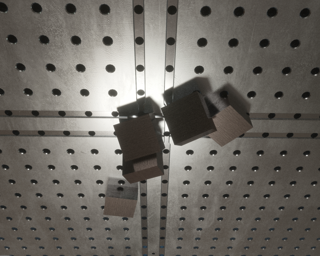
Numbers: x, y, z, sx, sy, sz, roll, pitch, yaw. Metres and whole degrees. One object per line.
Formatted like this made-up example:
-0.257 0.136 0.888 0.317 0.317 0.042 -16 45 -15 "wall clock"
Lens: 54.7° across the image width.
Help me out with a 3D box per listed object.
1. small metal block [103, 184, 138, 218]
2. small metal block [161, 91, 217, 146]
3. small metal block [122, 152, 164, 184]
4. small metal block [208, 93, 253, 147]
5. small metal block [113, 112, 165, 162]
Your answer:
-0.065 0.122 0.515 0.050 0.025 0.050 8 130 -8 "small metal block"
0.036 -0.011 0.384 0.050 0.050 0.025 -25 165 19 "small metal block"
-0.024 0.044 0.430 0.050 0.050 0.025 -17 138 13 "small metal block"
0.084 -0.009 0.405 0.050 0.025 0.050 -37 122 26 "small metal block"
-0.027 0.012 0.405 0.050 0.025 0.050 -18 92 13 "small metal block"
